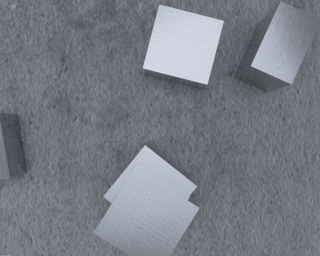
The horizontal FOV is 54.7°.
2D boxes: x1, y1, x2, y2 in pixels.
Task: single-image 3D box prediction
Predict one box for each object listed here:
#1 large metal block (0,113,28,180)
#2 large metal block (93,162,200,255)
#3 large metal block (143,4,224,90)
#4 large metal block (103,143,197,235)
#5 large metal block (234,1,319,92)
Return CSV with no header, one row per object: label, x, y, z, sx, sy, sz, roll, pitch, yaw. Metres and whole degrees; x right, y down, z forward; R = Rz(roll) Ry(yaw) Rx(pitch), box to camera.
large metal block,-0.226,0.027,0.395,0.081,0.050,0.080,-9,90,-1
large metal block,-0.014,0.096,0.347,0.080,0.050,0.080,32,90,-1
large metal block,0.028,-0.101,0.398,0.080,0.050,0.080,14,90,-1
large metal block,-0.012,0.076,0.397,0.080,0.050,0.080,39,90,-1
large metal block,0.140,-0.095,0.384,0.050,0.080,0.080,25,90,-1
